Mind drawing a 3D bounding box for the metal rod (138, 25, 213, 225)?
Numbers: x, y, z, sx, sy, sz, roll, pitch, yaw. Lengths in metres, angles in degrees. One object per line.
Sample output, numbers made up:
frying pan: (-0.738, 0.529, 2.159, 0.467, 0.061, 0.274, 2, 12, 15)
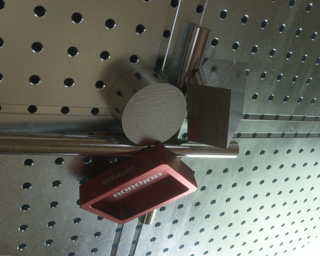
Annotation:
metal rod: (0.014, 0.013, 0.426, 0.025, 0.025, 0.298, 1, 118, -29)

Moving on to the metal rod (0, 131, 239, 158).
metal rod: (-0.034, 0.023, 0.385, 0.302, 0.025, 0.025, 3, 117, -22)

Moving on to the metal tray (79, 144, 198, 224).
metal tray: (-0.028, 0.079, 0.408, 0.130, 0.030, 0.090, -29, 138, 17)

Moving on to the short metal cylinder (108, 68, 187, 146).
short metal cylinder: (-0.015, -0.026, 0.370, 0.081, 0.050, 0.079, -14, 124, -21)

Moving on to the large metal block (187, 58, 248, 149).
large metal block: (0.072, -0.033, 0.388, 0.080, 0.050, 0.079, -50, 145, -48)
